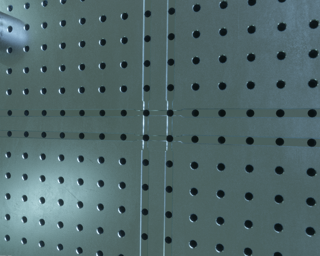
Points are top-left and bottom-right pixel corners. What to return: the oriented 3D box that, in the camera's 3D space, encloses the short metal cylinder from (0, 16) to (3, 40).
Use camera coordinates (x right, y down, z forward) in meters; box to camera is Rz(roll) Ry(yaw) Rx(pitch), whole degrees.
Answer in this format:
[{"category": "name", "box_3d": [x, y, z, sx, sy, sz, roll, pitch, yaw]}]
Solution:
[{"category": "short metal cylinder", "box_3d": [-0.310, -0.168, 0.509, 0.080, 0.050, 0.079, 0, 90, 20]}]
